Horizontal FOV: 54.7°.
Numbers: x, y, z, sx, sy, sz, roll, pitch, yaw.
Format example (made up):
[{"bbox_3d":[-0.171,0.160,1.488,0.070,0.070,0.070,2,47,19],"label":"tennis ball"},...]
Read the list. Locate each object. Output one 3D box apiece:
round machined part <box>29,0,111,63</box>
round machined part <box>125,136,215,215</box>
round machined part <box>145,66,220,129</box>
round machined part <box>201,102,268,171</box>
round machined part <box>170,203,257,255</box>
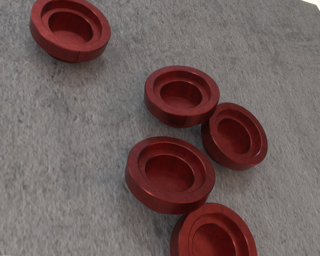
[{"bbox_3d":[-0.118,-0.124,0.406,0.099,0.042,0.098,14,56,-21],"label":"round machined part"},{"bbox_3d":[0.009,0.057,0.350,0.099,0.042,0.098,10,38,-8],"label":"round machined part"},{"bbox_3d":[0.028,-0.038,0.418,0.099,0.042,0.098,3,49,-4],"label":"round machined part"},{"bbox_3d":[0.100,0.016,0.439,0.099,0.042,0.098,14,56,-21],"label":"round machined part"},{"bbox_3d":[0.054,0.136,0.341,0.099,0.042,0.098,14,56,-21],"label":"round machined part"}]
